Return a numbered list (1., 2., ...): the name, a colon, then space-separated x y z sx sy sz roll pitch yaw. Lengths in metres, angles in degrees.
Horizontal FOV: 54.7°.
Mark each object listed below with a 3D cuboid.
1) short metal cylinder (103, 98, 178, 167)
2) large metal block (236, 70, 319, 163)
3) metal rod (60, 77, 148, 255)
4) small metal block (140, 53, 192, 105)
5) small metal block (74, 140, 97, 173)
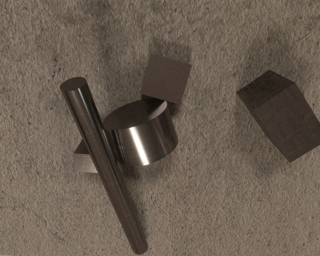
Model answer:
1. short metal cylinder: -0.023 0.003 0.379 0.080 0.080 0.050 -16 115 5
2. large metal block: 0.145 -0.017 0.376 0.050 0.080 0.080 -35 107 12
3. metal rod: -0.056 0.071 0.385 0.025 0.025 0.298 -10 129 3
4. small metal block: 0.007 -0.061 0.383 0.050 0.025 0.050 15 99 -6
5. small metal block: -0.082 0.036 0.409 0.050 0.050 0.025 5 110 -2
